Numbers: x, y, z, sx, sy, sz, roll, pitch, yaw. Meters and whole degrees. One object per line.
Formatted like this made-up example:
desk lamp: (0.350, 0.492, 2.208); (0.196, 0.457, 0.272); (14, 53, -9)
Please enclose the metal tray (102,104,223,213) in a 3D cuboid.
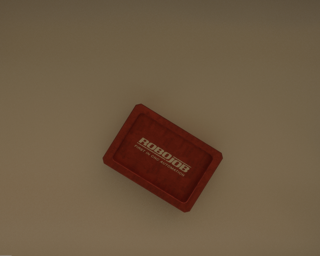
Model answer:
metal tray: (0.004, 0.038, 0.408); (0.130, 0.030, 0.090); (32, 90, 0)
